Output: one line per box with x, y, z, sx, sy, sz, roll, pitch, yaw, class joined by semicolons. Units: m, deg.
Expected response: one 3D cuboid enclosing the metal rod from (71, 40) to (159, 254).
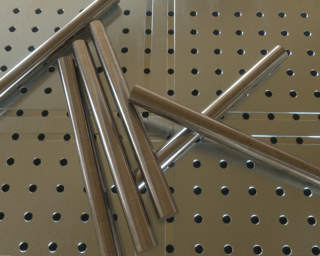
-0.065;0.004;0.391;0.025;0.025;0.299;-20;64;-7;metal rod

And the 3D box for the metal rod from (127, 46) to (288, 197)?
0.065;-0.014;0.417;0.301;0.025;0.025;-41;75;-14;metal rod

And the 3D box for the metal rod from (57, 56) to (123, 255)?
-0.091;0.039;0.397;0.025;0.025;0.299;-16;71;-6;metal rod

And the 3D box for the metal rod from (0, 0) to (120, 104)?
-0.172;-0.103;0.448;0.025;0.025;0.301;40;75;13;metal rod

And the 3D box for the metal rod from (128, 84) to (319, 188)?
0.103;0.018;0.386;0.301;0.025;0.025;24;72;1;metal rod

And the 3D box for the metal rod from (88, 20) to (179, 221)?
-0.043;-0.028;0.404;0.025;0.025;0.299;-20;65;-7;metal rod
